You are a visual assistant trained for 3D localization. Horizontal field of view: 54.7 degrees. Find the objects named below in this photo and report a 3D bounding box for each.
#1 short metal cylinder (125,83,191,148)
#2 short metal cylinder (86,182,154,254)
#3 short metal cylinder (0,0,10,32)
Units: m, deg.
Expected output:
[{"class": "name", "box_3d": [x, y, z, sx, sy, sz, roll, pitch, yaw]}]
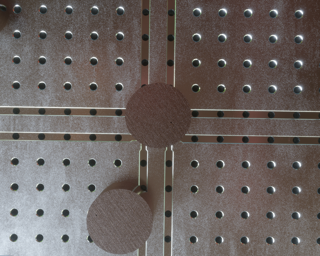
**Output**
[{"class": "short metal cylinder", "box_3d": [-0.002, -0.015, 0.401, 0.081, 0.050, 0.079, 0, 90, 0]}, {"class": "short metal cylinder", "box_3d": [-0.049, 0.113, 0.400, 0.081, 0.050, 0.079, 0, 90, 0]}, {"class": "short metal cylinder", "box_3d": [-0.246, -0.161, 0.399, 0.081, 0.050, 0.079, 0, 90, 0]}]
